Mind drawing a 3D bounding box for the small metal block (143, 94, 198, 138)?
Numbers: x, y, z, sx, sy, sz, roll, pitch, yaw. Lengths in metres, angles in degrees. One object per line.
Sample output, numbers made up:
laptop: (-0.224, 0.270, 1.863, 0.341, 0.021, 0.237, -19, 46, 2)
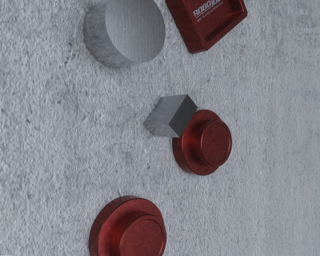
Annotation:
small metal block: (0.013, -0.016, 0.402, 0.025, 0.050, 0.050, 48, 62, -30)

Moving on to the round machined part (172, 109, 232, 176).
round machined part: (0.068, 0.021, 0.453, 0.099, 0.042, 0.097, 0, 90, -40)

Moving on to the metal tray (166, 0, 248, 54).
metal tray: (0.075, -0.182, 0.466, 0.131, 0.030, 0.090, -44, 117, -31)

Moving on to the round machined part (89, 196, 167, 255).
round machined part: (-0.031, 0.133, 0.370, 0.099, 0.042, 0.097, 0, 90, -40)

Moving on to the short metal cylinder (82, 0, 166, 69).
short metal cylinder: (-0.041, -0.112, 0.356, 0.081, 0.050, 0.079, 0, 90, -40)
